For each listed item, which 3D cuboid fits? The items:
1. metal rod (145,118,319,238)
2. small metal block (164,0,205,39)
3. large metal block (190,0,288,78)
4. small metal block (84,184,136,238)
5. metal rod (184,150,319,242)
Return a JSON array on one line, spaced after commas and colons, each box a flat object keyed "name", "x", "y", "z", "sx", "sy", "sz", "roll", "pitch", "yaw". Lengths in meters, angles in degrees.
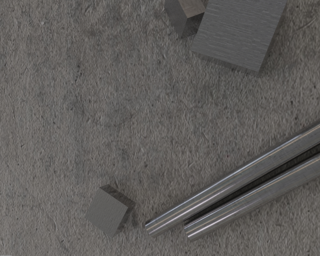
[{"name": "metal rod", "x": 0.107, "y": 0.053, "z": 0.371, "sx": 0.300, "sy": 0.025, "sz": 0.025, "roll": -35, "pitch": 79, "yaw": 16}, {"name": "small metal block", "x": 0.030, "y": -0.147, "z": 0.382, "sx": 0.025, "sy": 0.050, "sz": 0.050, "roll": -24, "pitch": 81, "yaw": -10}, {"name": "large metal block", "x": 0.093, "y": -0.112, "z": 0.363, "sx": 0.080, "sy": 0.050, "sz": 0.080, "roll": 23, "pitch": 97, "yaw": 18}, {"name": "small metal block", "x": -0.070, "y": 0.115, "z": 0.434, "sx": 0.050, "sy": 0.025, "sz": 0.050, "roll": 30, "pitch": 100, "yaw": 17}, {"name": "metal rod", "x": 0.158, "y": 0.053, "z": 0.353, "sx": 0.300, "sy": 0.025, "sz": 0.025, "roll": -34, "pitch": 79, "yaw": 16}]
